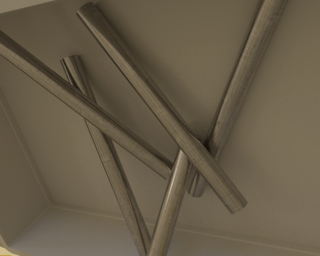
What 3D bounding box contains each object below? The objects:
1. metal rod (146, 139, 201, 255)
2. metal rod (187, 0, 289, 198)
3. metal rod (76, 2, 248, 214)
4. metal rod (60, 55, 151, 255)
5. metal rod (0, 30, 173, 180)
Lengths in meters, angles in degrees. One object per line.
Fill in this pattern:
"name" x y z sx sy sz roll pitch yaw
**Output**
"metal rod" -0.001 0.154 0.398 0.025 0.025 0.298 16 90 19
"metal rod" 0.080 -0.028 0.348 0.025 0.025 0.298 24 127 13
"metal rod" 0.003 -0.023 0.371 0.025 0.025 0.300 -37 91 39
"metal rod" -0.070 0.044 0.436 0.025 0.025 0.299 -15 99 34
"metal rod" -0.103 -0.032 0.399 0.301 0.025 0.025 38 130 -8
